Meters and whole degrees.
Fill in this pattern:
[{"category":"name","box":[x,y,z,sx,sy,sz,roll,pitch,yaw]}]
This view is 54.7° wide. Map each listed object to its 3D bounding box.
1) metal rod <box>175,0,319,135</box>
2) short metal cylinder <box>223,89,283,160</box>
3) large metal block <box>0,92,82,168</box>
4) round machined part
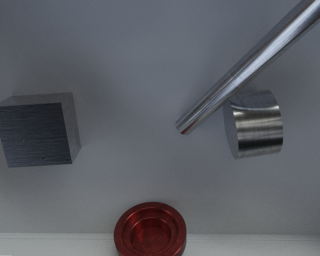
[{"category":"metal rod","box":[0.105,-0.075,0.307,0.025,0.025,0.298,32,137,-12]},{"category":"short metal cylinder","box":[0.112,-0.004,0.382,0.050,0.080,0.079,-9,110,3]},{"category":"large metal block","box":[-0.152,0.001,0.396,0.081,0.050,0.079,-4,110,1]},{"category":"round machined part","box":[-0.012,0.155,0.432,0.099,0.098,0.042,-4,127,1]}]
